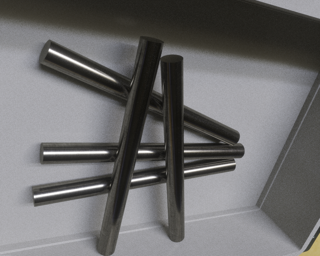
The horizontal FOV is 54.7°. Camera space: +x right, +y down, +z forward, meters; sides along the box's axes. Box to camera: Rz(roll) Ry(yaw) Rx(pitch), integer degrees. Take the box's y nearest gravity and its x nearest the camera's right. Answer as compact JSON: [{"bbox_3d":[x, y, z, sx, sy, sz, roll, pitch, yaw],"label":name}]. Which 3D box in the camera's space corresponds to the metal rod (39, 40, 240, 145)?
[{"bbox_3d":[0.001,-0.030,0.390,0.302,0.025,0.025,22,107,-37],"label":"metal rod"}]

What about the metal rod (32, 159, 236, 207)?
[{"bbox_3d":[-0.018,0.071,0.442,0.303,0.025,0.025,-5,121,-26],"label":"metal rod"}]

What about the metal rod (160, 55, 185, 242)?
[{"bbox_3d":[0.020,0.049,0.417,0.025,0.025,0.298,-17,125,-19],"label":"metal rod"}]

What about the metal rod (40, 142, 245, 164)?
[{"bbox_3d":[-0.003,0.033,0.426,0.303,0.025,0.025,2,118,-30],"label":"metal rod"}]

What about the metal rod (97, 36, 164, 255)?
[{"bbox_3d":[-0.042,0.041,0.377,0.025,0.025,0.298,0,119,-29],"label":"metal rod"}]
